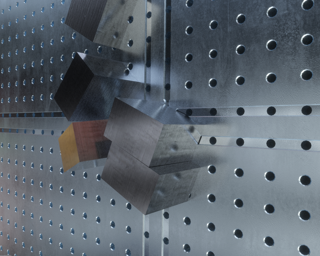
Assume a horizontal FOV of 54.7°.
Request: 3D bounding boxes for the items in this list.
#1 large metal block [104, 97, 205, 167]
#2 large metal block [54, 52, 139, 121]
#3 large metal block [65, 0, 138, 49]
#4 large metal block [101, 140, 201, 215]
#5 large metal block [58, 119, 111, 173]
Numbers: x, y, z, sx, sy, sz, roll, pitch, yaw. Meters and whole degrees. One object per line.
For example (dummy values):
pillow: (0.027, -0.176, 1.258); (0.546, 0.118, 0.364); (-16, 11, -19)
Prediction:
large metal block: (-0.007, 0.003, 0.377); (0.080, 0.081, 0.050); (30, 109, 35)
large metal block: (-0.092, -0.055, 0.447); (0.050, 0.081, 0.080); (51, 120, 27)
large metal block: (-0.089, -0.176, 0.464); (0.080, 0.050, 0.079); (38, 113, 33)
large metal block: (-0.011, 0.055, 0.381); (0.080, 0.081, 0.050); (30, 109, 35)
large metal block: (-0.087, 0.024, 0.429); (0.080, 0.081, 0.050); (-30, 70, 56)
